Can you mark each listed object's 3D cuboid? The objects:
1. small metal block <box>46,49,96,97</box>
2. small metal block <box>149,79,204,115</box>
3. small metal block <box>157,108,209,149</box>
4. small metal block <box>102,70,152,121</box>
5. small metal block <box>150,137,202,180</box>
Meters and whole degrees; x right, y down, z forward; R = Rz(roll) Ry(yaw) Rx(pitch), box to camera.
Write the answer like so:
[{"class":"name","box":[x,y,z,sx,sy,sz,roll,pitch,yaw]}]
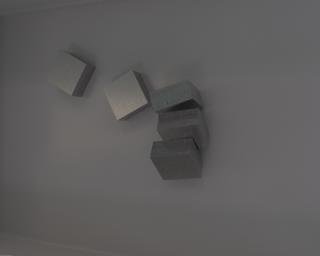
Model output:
[{"class":"small metal block","box":[-0.131,-0.080,0.457,0.050,0.025,0.050,32,100,17]},{"class":"small metal block","box":[0.022,-0.034,0.388,0.050,0.050,0.025,-18,74,19]},{"class":"small metal block","box":[0.030,0.004,0.384,0.050,0.050,0.025,-8,51,20]},{"class":"small metal block","box":[-0.043,-0.044,0.426,0.050,0.025,0.050,-28,81,17]},{"class":"small metal block","box":[0.022,0.040,0.387,0.050,0.050,0.025,-7,46,20]}]
